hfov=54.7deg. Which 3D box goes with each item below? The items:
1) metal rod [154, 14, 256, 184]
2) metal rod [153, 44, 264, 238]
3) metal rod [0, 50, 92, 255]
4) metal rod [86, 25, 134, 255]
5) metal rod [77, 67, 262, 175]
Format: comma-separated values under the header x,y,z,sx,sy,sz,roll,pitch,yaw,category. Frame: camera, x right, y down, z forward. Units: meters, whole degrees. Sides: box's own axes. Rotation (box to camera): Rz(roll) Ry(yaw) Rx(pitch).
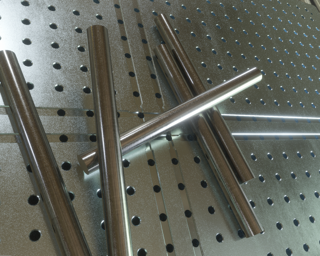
x,y,z,sx,sy,sz,roll,pitch,yaw,category
0.061,-0.055,0.476,0.025,0.025,0.299,-13,68,-34,metal rod
0.061,0.005,0.439,0.025,0.025,0.299,-12,68,-34,metal rod
-0.117,0.045,0.318,0.025,0.025,0.299,-15,70,-34,metal rod
-0.053,0.028,0.328,0.025,0.025,0.299,0,73,-29,metal rod
0.032,-0.021,0.412,0.302,0.025,0.025,-28,77,-29,metal rod
